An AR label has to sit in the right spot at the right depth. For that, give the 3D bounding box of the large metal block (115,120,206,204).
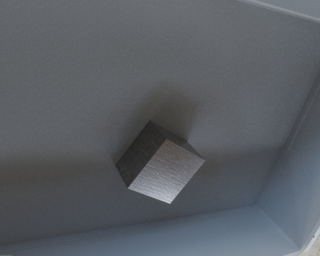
[{"bbox_3d":[0.000,0.048,0.424,0.080,0.050,0.080,30,101,-38],"label":"large metal block"}]
